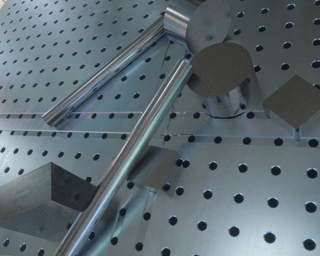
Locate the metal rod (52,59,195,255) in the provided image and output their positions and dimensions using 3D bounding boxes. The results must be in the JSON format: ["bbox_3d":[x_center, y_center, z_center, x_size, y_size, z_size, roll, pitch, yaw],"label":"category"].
[{"bbox_3d":[-0.049,0.050,0.370,0.025,0.025,0.299,32,90,38],"label":"metal rod"}]

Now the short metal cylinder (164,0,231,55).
[{"bbox_3d":[0.053,-0.149,0.437,0.080,0.080,0.050,-44,51,-2],"label":"short metal cylinder"}]

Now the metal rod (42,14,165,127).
[{"bbox_3d":[-0.070,-0.107,0.510,0.300,0.025,0.025,-40,51,1],"label":"metal rod"}]

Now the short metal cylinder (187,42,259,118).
[{"bbox_3d":[0.078,-0.059,0.388,0.080,0.050,0.080,-13,56,21],"label":"short metal cylinder"}]

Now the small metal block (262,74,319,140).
[{"bbox_3d":[0.152,-0.024,0.343,0.050,0.025,0.050,-40,51,1],"label":"small metal block"}]

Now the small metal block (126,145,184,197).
[{"bbox_3d":[-0.006,0.051,0.380,0.050,0.025,0.050,9,66,32],"label":"small metal block"}]

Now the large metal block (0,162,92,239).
[{"bbox_3d":[-0.142,0.094,0.390,0.080,0.080,0.050,-25,53,13],"label":"large metal block"}]
